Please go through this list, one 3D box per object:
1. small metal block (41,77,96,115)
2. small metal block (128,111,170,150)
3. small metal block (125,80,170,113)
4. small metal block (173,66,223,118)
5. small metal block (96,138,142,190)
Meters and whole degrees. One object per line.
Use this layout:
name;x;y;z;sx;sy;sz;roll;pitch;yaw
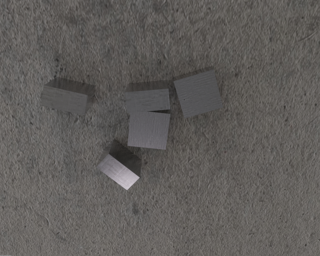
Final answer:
small metal block;-0.110;-0.040;0.380;0.050;0.050;0.025;12;110;-5
small metal block;-0.015;-0.002;0.409;0.050;0.025;0.050;6;110;-3
small metal block;-0.014;-0.040;0.381;0.050;0.050;0.025;-5;110;2
small metal block;0.048;-0.046;0.393;0.050;0.025;0.050;-16;110;5
small metal block;-0.053;0.047;0.413;0.050;0.050;0.025;40;105;-14
